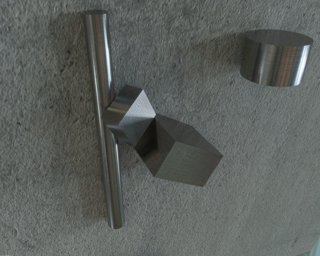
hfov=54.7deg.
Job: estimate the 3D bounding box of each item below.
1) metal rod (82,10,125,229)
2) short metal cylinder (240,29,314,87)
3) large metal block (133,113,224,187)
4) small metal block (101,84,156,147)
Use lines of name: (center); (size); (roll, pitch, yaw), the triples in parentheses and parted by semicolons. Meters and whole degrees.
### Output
metal rod: (-0.064, 0.014, 0.381); (0.025, 0.025, 0.298); (-14, 124, -21)
short metal cylinder: (0.147, -0.092, 0.397); (0.081, 0.080, 0.050); (-13, 124, -22)
large metal block: (0.019, 0.026, 0.400); (0.081, 0.080, 0.050); (18, 109, -36)
small metal block: (-0.035, -0.014, 0.360); (0.050, 0.025, 0.050); (-58, 149, -21)
